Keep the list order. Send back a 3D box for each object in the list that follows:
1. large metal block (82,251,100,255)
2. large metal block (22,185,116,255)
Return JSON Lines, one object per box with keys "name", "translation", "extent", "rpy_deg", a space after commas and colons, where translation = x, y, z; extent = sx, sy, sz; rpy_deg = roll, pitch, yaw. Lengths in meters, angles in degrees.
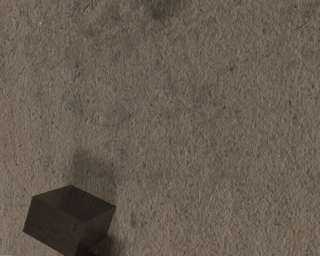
{"name": "large metal block", "translation": [-0.102, 0.226, 0.430], "extent": [0.080, 0.050, 0.079], "rpy_deg": [12, 94, 19]}
{"name": "large metal block", "translation": [-0.120, 0.123, 0.421], "extent": [0.080, 0.080, 0.050], "rpy_deg": [20, 97, 18]}
